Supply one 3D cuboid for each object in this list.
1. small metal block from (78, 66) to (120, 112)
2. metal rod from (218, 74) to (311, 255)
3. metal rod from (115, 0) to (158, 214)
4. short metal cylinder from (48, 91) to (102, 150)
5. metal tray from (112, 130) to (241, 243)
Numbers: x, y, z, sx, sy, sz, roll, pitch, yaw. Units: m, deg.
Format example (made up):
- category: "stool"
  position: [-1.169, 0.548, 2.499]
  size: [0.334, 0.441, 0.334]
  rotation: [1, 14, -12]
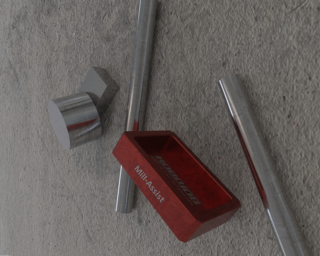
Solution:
- category: "small metal block"
  position: [-0.096, -0.060, 0.485]
  size: [0.050, 0.025, 0.050]
  rotation: [51, 120, 28]
- category: "metal rod"
  position: [0.119, 0.085, 0.306]
  size: [0.025, 0.025, 0.299]
  rotation: [-28, 73, 36]
- category: "metal rod"
  position: [-0.033, -0.028, 0.432]
  size: [0.025, 0.025, 0.298]
  rotation: [12, 98, 39]
- category: "short metal cylinder"
  position: [-0.132, -0.012, 0.479]
  size: [0.080, 0.050, 0.079]
  rotation: [35, 136, 43]
- category: "metal tray"
  position: [0.018, 0.055, 0.347]
  size: [0.130, 0.091, 0.030]
  rotation: [47, 118, 29]
